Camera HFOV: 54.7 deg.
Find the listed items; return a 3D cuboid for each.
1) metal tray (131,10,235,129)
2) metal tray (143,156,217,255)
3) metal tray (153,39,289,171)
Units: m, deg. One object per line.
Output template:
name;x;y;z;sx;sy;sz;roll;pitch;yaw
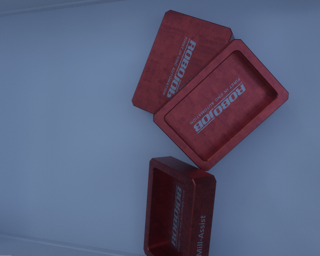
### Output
metal tray;0.029;-0.073;0.397;0.090;0.030;0.129;24;98;18
metal tray;0.019;0.107;0.366;0.090;0.030;0.129;18;107;55
metal tray;0.067;-0.025;0.358;0.130;0.030;0.090;-43;97;5
